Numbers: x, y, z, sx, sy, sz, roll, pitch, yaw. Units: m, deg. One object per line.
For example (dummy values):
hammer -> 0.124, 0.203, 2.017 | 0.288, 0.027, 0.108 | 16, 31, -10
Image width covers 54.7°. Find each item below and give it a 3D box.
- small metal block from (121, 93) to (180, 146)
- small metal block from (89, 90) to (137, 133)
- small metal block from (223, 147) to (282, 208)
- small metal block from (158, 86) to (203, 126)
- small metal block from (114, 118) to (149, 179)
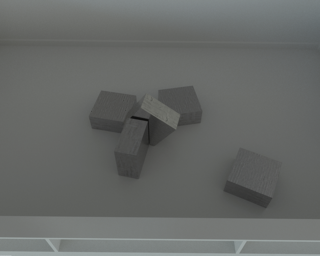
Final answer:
small metal block -> -0.012, -0.009, 0.384 | 0.050, 0.050, 0.025 | 32, 49, -17
small metal block -> -0.062, -0.022, 0.423 | 0.050, 0.025, 0.050 | 9, 51, 7
small metal block -> 0.107, 0.057, 0.359 | 0.050, 0.025, 0.050 | 20, 53, 16
small metal block -> 0.027, -0.030, 0.431 | 0.050, 0.025, 0.050 | -8, 51, -7
small metal block -> -0.032, 0.025, 0.368 | 0.025, 0.050, 0.050 | 10, 51, 8
